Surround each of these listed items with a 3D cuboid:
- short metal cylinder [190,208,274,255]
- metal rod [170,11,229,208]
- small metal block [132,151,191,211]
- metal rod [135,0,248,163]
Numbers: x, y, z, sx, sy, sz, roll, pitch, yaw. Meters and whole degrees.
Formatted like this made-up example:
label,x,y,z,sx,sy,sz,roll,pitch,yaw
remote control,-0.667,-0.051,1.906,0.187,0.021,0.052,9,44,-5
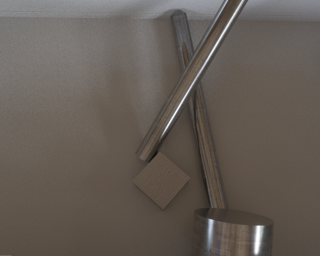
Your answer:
label,x,y,z,sx,sy,sz,roll,pitch,yaw
short metal cylinder,0.073,0.116,0.319,0.080,0.080,0.050,5,86,1
metal rod,0.050,-0.031,0.421,0.025,0.025,0.299,-8,70,-3
small metal block,0.002,0.066,0.385,0.050,0.025,0.050,40,74,13
metal rod,0.054,-0.090,0.380,0.025,0.025,0.299,32,97,10
